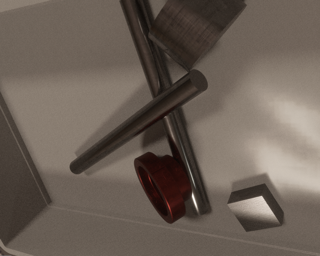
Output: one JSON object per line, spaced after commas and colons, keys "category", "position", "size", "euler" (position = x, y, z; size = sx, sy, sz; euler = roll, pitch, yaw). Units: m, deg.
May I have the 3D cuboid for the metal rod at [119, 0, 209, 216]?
{"category": "metal rod", "position": [0.013, -0.012, 0.393], "size": [0.025, 0.025, 0.298], "euler": [-5, 116, 30]}

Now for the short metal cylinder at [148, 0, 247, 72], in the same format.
{"category": "short metal cylinder", "position": [0.035, -0.100, 0.293], "size": [0.050, 0.080, 0.080], "euler": [42, 129, -1]}

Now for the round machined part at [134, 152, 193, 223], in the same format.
{"category": "round machined part", "position": [0.007, 0.075, 0.419], "size": [0.098, 0.042, 0.097], "euler": [51, 158, 31]}

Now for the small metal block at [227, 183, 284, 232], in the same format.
{"category": "small metal block", "position": [0.126, 0.106, 0.407], "size": [0.050, 0.025, 0.050], "euler": [-26, 105, 37]}

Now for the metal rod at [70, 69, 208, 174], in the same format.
{"category": "metal rod", "position": [-0.051, 0.009, 0.416], "size": [0.025, 0.025, 0.299], "euler": [50, 135, -8]}
